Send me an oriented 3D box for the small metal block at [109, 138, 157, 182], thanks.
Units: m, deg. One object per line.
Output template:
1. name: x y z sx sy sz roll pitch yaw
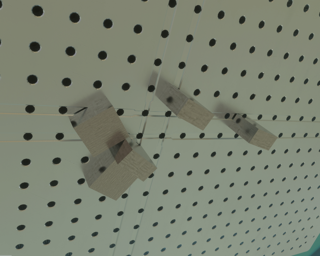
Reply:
1. small metal block: -0.037 0.035 0.398 0.025 0.050 0.050 -45 130 3

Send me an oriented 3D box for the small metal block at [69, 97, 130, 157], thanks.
1. small metal block: -0.072 -0.001 0.373 0.050 0.025 0.050 -31 129 -9

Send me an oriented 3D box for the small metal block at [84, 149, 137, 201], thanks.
1. small metal block: -0.064 0.064 0.417 0.050 0.025 0.050 -47 130 4

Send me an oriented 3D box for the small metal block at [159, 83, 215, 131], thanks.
1. small metal block: 0.034 -0.027 0.398 0.050 0.050 0.025 27 104 -38

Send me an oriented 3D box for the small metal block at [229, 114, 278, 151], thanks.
1. small metal block: 0.144 0.006 0.480 0.050 0.050 0.025 19 108 -36
